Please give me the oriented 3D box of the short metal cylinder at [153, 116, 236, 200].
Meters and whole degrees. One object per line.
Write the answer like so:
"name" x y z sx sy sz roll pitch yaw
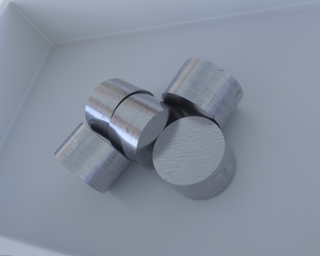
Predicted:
"short metal cylinder" 0.039 0.034 0.345 0.080 0.050 0.080 -13 56 20

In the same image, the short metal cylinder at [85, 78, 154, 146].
"short metal cylinder" -0.049 -0.019 0.404 0.050 0.080 0.080 29 77 37

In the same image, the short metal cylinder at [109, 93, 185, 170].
"short metal cylinder" -0.014 0.004 0.373 0.050 0.080 0.080 30 78 37

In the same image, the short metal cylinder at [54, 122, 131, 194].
"short metal cylinder" -0.083 0.037 0.388 0.080 0.080 0.050 33 80 38

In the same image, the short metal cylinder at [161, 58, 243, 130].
"short metal cylinder" 0.049 -0.036 0.364 0.080 0.080 0.050 26 76 36
